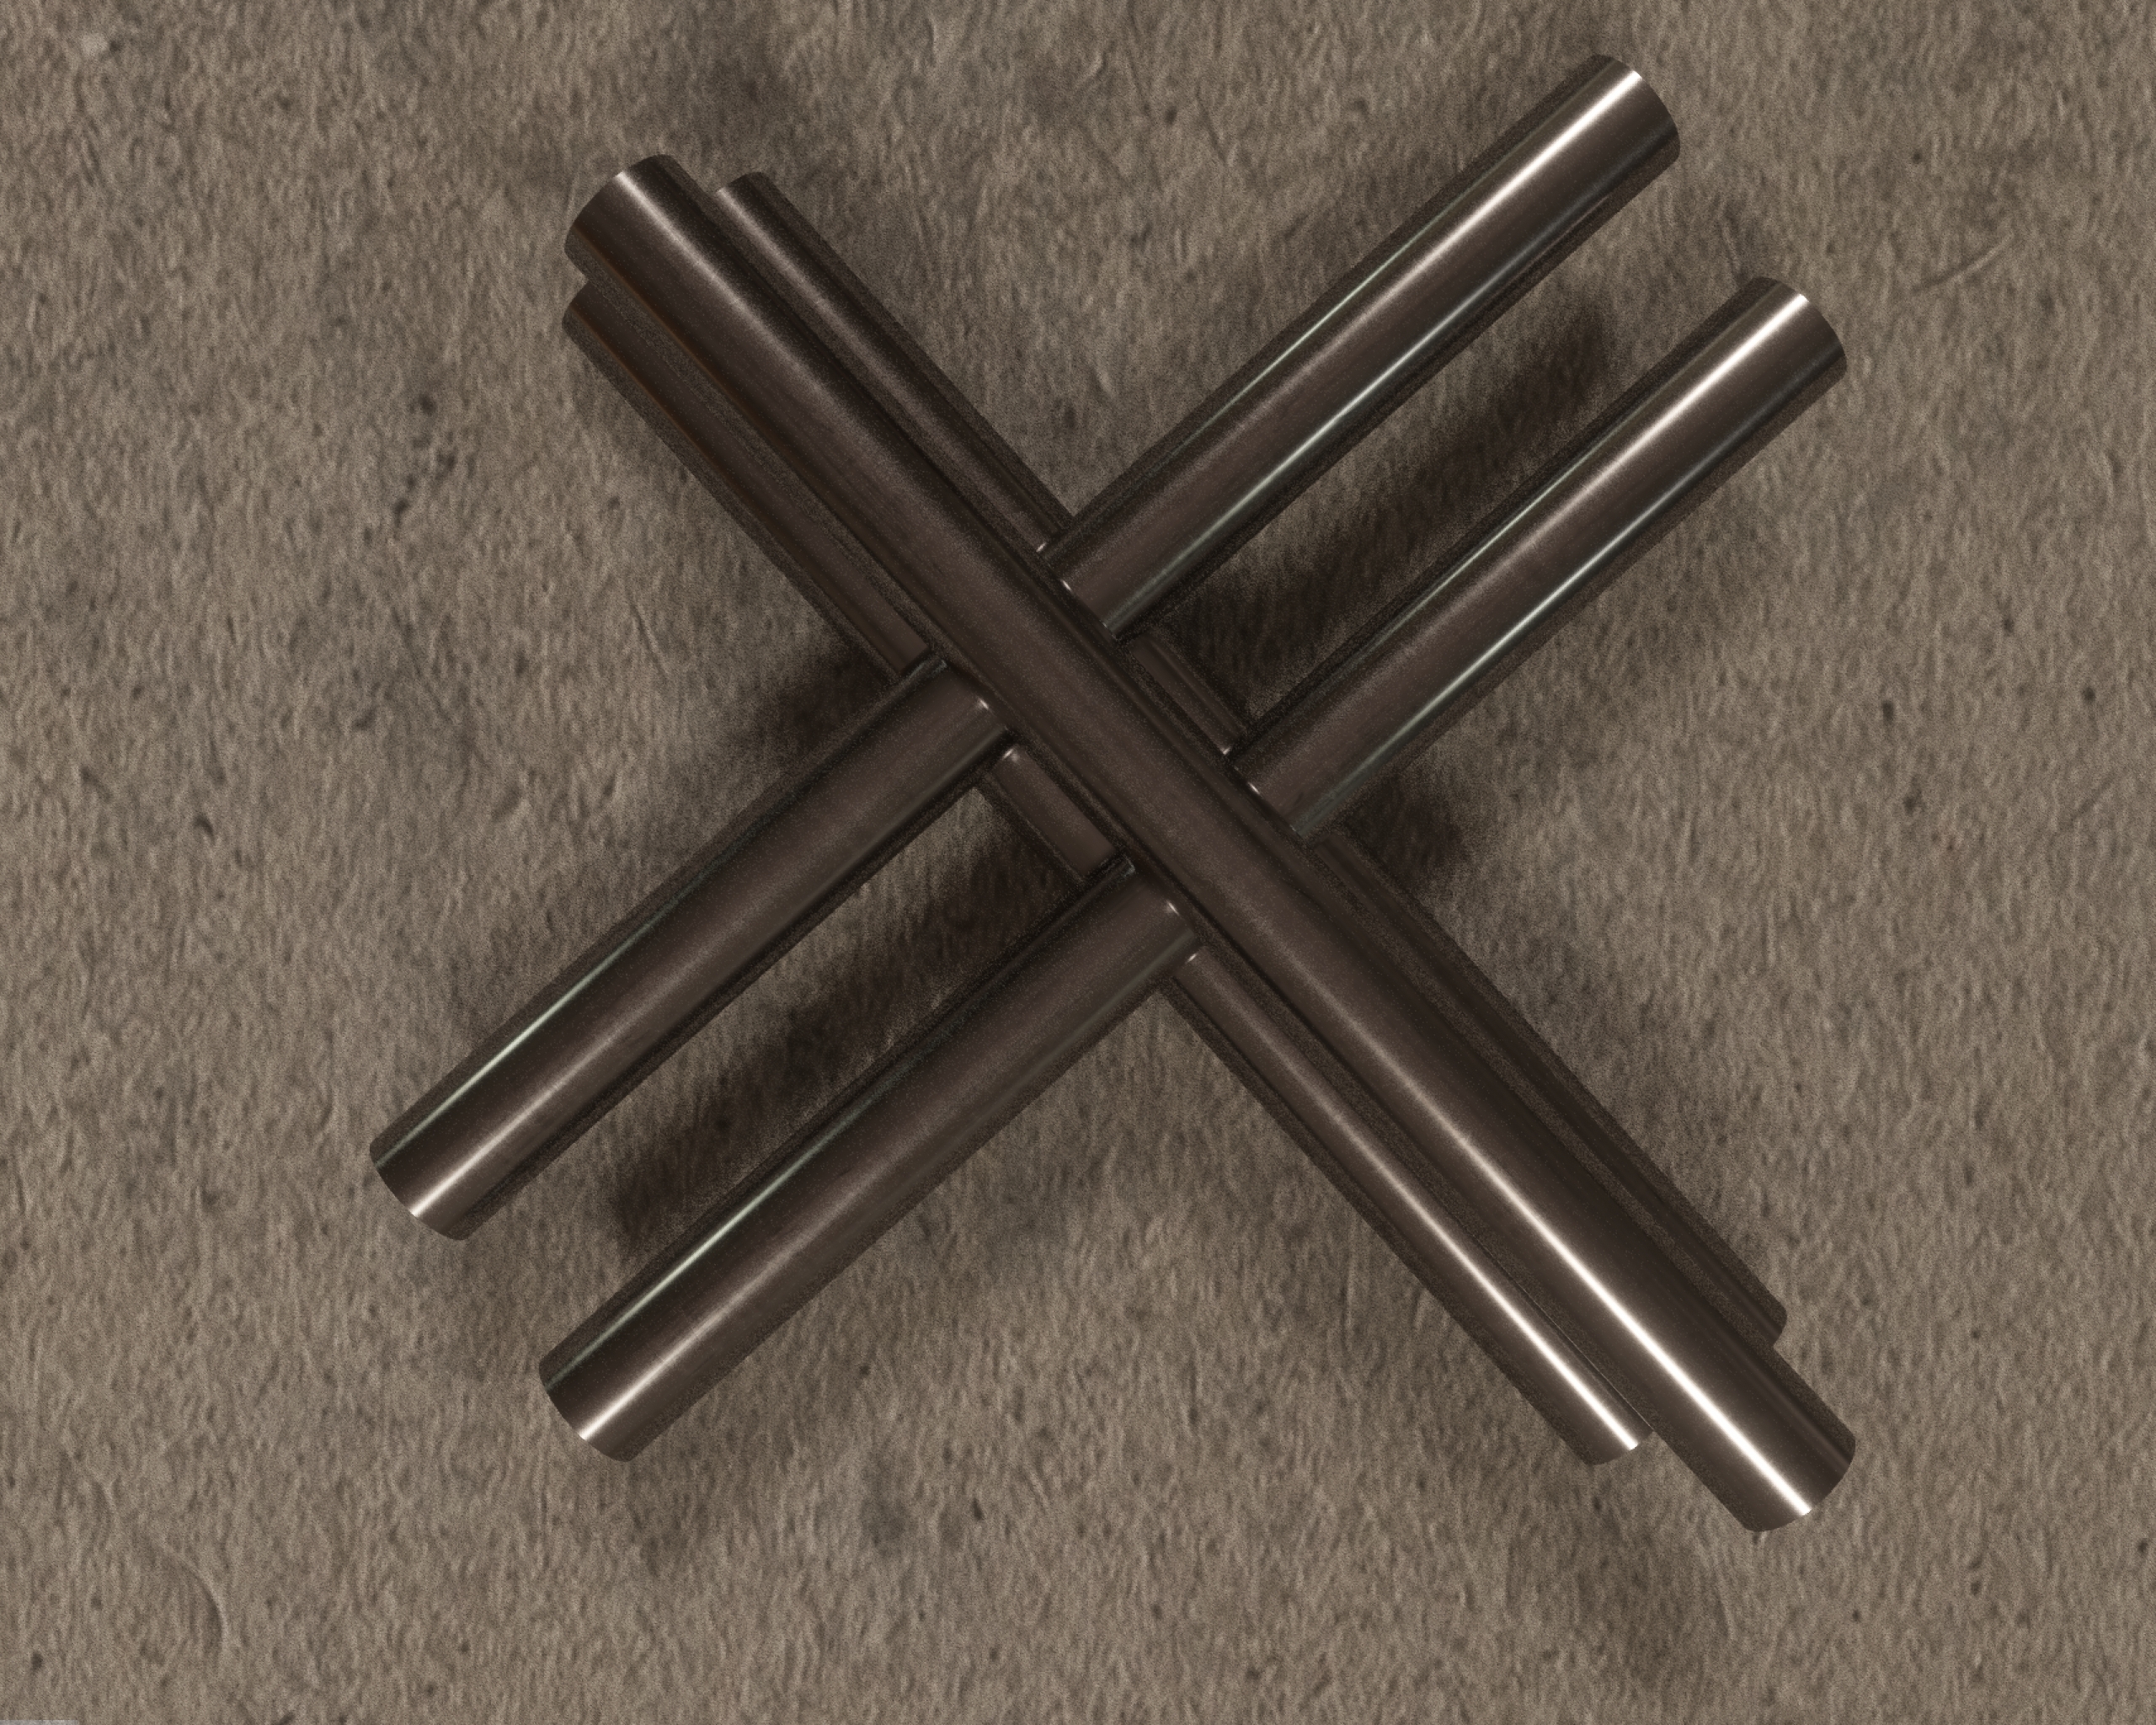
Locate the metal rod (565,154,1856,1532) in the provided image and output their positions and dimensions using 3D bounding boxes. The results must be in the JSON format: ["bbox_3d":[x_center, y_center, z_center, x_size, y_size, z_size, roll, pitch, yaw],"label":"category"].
[{"bbox_3d":[0.023,-0.003,0.361,0.025,0.025,0.300,-43,91,0],"label":"metal rod"}]

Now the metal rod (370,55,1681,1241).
[{"bbox_3d":[-0.009,-0.040,0.386,0.300,0.025,0.025,-42,91,-1],"label":"metal rod"}]

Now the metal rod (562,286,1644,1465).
[{"bbox_3d":[0.009,-0.001,0.411,0.025,0.025,0.300,-42,91,0],"label":"metal rod"}]

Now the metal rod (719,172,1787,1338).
[{"bbox_3d":[0.030,-0.015,0.411,0.025,0.025,0.300,-42,91,0],"label":"metal rod"}]

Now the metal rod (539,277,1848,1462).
[{"bbox_3d":[0.022,0.001,0.386,0.300,0.025,0.025,-42,91,-1],"label":"metal rod"}]
